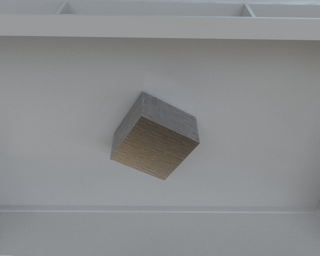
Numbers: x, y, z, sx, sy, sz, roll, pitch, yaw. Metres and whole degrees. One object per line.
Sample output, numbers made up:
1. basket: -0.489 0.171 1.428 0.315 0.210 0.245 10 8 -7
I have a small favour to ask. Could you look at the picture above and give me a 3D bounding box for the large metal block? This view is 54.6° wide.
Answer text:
1. large metal block: -0.008 0.013 0.399 0.080 0.050 0.080 25 125 -20
